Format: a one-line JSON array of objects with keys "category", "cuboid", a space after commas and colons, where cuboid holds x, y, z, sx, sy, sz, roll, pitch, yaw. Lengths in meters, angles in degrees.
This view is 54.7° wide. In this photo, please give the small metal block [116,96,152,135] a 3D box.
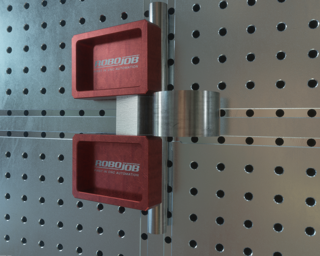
[{"category": "small metal block", "cuboid": [-0.034, -0.016, 0.409, 0.050, 0.025, 0.050, 1, 91, 51]}]

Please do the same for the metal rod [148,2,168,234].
[{"category": "metal rod", "cuboid": [-0.003, -0.013, 0.409, 0.025, 0.025, 0.298, 0, 90, 20]}]

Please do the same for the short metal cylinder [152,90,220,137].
[{"category": "short metal cylinder", "cuboid": [0.031, -0.016, 0.369, 0.080, 0.080, 0.050, 0, 90, 20]}]

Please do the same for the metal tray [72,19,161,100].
[{"category": "metal tray", "cuboid": [-0.061, -0.085, 0.413, 0.130, 0.030, 0.089, 0, 90, 32]}]

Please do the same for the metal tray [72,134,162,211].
[{"category": "metal tray", "cuboid": [-0.060, 0.054, 0.412, 0.130, 0.030, 0.089, 1, 90, 32]}]
